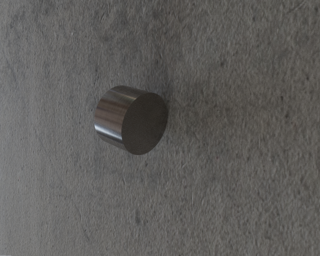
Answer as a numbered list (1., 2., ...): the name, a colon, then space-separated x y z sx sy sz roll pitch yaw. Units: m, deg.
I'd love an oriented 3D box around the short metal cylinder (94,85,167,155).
1. short metal cylinder: -0.036 -0.011 0.397 0.050 0.081 0.079 19 102 38
